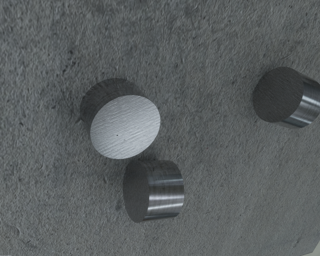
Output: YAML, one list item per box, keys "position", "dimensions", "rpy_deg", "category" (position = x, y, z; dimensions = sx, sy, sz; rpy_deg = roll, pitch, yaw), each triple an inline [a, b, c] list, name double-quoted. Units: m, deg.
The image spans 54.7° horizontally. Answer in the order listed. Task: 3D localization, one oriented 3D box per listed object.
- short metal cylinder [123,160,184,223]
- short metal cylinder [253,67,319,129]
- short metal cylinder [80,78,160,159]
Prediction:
- position: [-0.011, 0.083, 0.417]
  dimensions: [0.050, 0.080, 0.079]
  rpy_deg: [3, 117, -30]
  category: "short metal cylinder"
- position: [0.182, -0.042, 0.444]
  dimensions: [0.050, 0.080, 0.080]
  rpy_deg: [13, 112, -34]
  category: "short metal cylinder"
- position: [-0.047, -0.011, 0.358]
  dimensions: [0.081, 0.050, 0.079]
  rpy_deg: [-14, 124, -21]
  category: "short metal cylinder"
